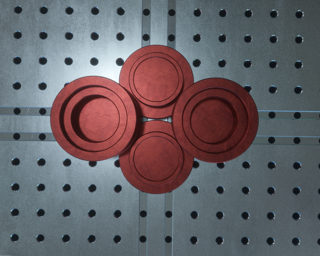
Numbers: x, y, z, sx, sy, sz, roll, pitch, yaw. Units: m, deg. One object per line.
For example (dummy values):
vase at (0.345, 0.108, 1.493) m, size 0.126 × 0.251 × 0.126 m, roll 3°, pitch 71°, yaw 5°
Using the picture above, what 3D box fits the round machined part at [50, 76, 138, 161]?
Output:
round machined part at (-0.075, -0.011, 0.372) m, size 0.099 × 0.042 × 0.097 m, roll 0°, pitch 90°, yaw 0°

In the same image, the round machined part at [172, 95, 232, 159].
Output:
round machined part at (0.063, -0.010, 0.405) m, size 0.099 × 0.042 × 0.097 m, roll 0°, pitch 90°, yaw 0°

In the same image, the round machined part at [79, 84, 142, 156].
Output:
round machined part at (-0.073, -0.011, 0.404) m, size 0.099 × 0.042 × 0.097 m, roll 0°, pitch 90°, yaw 0°

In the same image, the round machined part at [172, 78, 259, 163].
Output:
round machined part at (0.063, -0.009, 0.373) m, size 0.099 × 0.042 × 0.097 m, roll 0°, pitch 90°, yaw 0°

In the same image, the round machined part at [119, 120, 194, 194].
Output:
round machined part at (-0.005, 0.038, 0.404) m, size 0.099 × 0.042 × 0.097 m, roll 0°, pitch 90°, yaw 0°

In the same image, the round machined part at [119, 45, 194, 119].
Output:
round machined part at (-0.005, -0.060, 0.404) m, size 0.099 × 0.042 × 0.097 m, roll 0°, pitch 90°, yaw 0°
